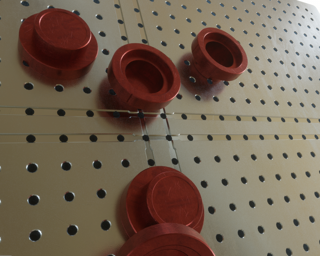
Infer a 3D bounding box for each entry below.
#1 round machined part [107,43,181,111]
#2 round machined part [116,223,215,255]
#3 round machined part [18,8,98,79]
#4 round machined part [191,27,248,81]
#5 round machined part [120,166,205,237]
[{"bbox_3d":[-0.025,-0.065,0.425,0.099,0.042,0.098,14,56,-21],"label":"round machined part"},{"bbox_3d":[0.003,0.135,0.296,0.099,0.042,0.097,-3,101,-13],"label":"round machined part"},{"bbox_3d":[-0.128,-0.114,0.399,0.099,0.042,0.098,14,56,-21],"label":"round machined part"},{"bbox_3d":[0.095,-0.118,0.523,0.099,0.042,0.098,14,56,-21],"label":"round machined part"},{"bbox_3d":[0.009,0.088,0.350,0.099,0.042,0.098,14,56,-21],"label":"round machined part"}]
